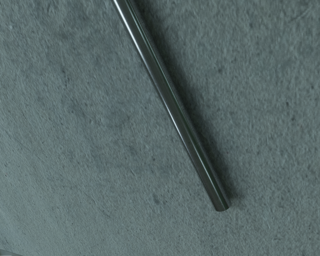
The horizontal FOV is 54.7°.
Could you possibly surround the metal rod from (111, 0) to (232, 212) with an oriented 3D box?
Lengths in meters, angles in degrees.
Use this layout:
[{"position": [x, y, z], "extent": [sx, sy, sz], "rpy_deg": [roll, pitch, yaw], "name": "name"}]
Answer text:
[{"position": [0.021, -0.020, 0.381], "extent": [0.025, 0.025, 0.299], "rpy_deg": [-15, 111, 34], "name": "metal rod"}]
